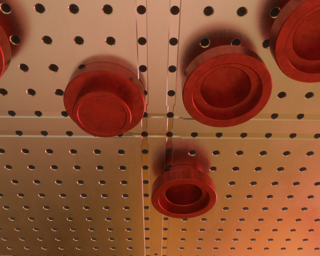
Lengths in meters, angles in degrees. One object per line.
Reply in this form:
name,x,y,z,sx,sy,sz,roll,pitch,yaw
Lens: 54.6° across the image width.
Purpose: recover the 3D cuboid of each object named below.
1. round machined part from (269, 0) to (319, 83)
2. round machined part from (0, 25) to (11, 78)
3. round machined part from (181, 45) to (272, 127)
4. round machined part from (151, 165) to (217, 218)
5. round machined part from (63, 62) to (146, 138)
round machined part,0.162,-0.099,0.318,0.099,0.042,0.097,0,130,0
round machined part,-0.206,-0.090,0.322,0.099,0.042,0.097,0,130,0
round machined part,0.074,-0.051,0.358,0.099,0.042,0.097,0,130,0
round machined part,0.036,0.095,0.481,0.099,0.042,0.097,0,130,0
round machined part,-0.067,-0.027,0.377,0.099,0.042,0.097,0,130,0
